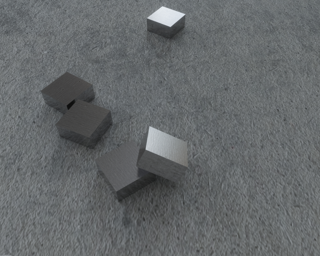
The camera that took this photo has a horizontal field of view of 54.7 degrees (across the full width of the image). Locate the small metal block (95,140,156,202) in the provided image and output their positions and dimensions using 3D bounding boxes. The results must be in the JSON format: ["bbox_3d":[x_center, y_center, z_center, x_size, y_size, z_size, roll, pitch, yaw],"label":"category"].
[{"bbox_3d":[-0.040,0.049,0.361,0.050,0.025,0.050,-28,55,-21],"label":"small metal block"}]

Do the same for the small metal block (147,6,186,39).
[{"bbox_3d":[0.011,-0.193,0.565,0.050,0.025,0.050,27,55,21],"label":"small metal block"}]

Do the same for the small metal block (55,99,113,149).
[{"bbox_3d":[-0.098,-0.006,0.407,0.050,0.025,0.050,19,53,15],"label":"small metal block"}]

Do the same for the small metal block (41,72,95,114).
[{"bbox_3d":[-0.131,-0.048,0.443,0.050,0.025,0.050,28,55,21],"label":"small metal block"}]

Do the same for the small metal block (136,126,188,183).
[{"bbox_3d":[0.003,0.030,0.357,0.050,0.025,0.050,24,28,-10],"label":"small metal block"}]
